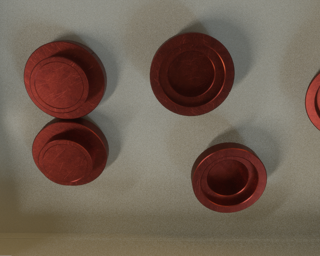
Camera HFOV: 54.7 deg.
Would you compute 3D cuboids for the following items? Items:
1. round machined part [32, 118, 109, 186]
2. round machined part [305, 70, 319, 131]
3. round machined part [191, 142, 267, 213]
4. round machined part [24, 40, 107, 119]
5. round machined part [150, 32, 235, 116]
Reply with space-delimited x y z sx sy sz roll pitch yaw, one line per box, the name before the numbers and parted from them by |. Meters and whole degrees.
round machined part | -0.120 0.037 0.411 0.099 0.042 0.097 0 114 -1
round machined part | 0.232 -0.037 0.379 0.098 0.042 0.097 9 110 25
round machined part | 0.092 0.064 0.427 0.099 0.042 0.097 0 110 -1
round machined part | -0.118 -0.056 0.380 0.099 0.042 0.097 0 110 -1
round machined part | 0.037 -0.067 0.378 0.099 0.042 0.097 0 110 -1
